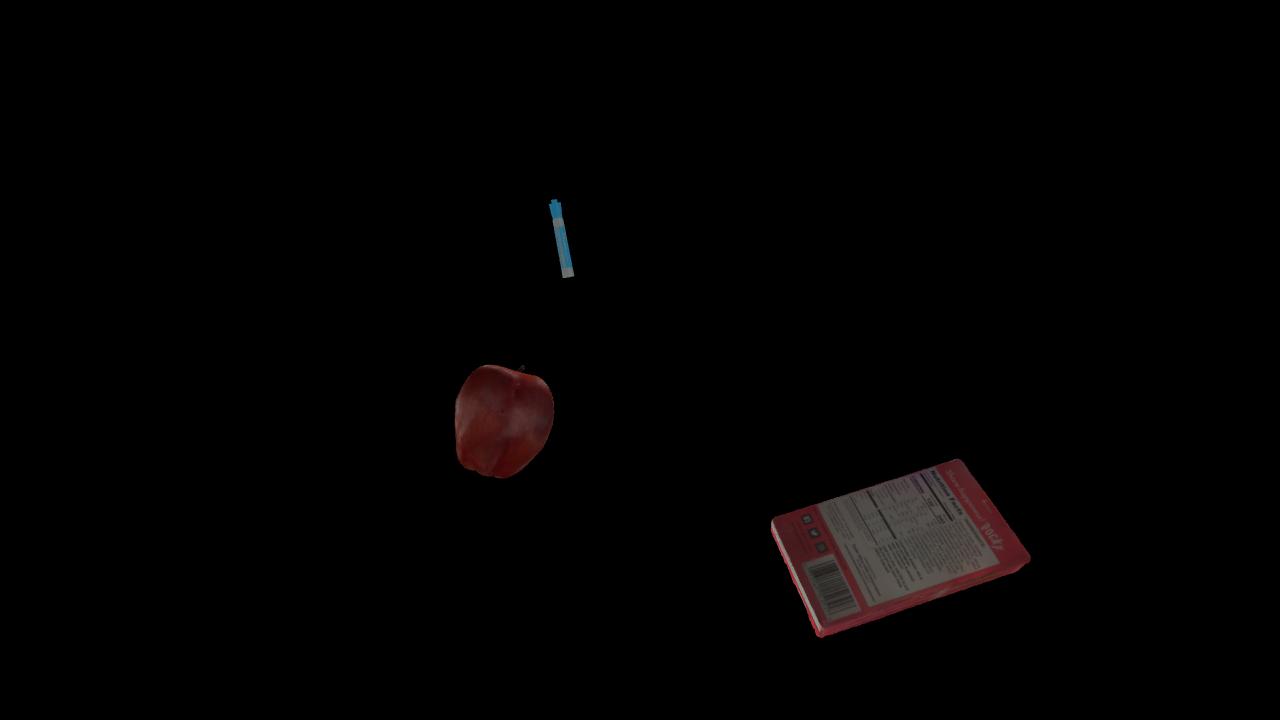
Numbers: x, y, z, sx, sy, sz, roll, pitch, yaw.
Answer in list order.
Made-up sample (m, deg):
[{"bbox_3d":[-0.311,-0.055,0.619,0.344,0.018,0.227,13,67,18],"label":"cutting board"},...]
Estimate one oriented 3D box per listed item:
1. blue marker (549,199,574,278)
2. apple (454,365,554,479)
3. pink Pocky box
[{"bbox_3d":[-0.123,-0.190,0.962,0.020,0.121,0.020,-9,12,2],"label":"blue marker"},{"bbox_3d":[-0.111,0.048,0.498,0.079,0.093,0.079,16,-9,3],"label":"apple"},{"bbox_3d":[0.182,0.132,0.442,0.155,0.084,0.029,-16,-39,-5],"label":"pink Pocky box"}]
